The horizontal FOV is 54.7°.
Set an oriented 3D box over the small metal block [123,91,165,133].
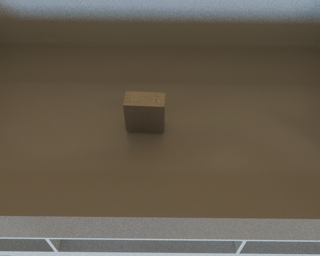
[{"bbox_3d":[-0.019,-0.020,0.401,0.050,0.050,0.025,2,50,2],"label":"small metal block"}]
